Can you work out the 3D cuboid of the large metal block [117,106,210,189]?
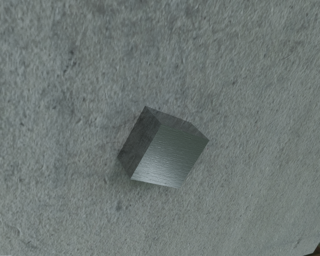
[{"bbox_3d":[0.004,0.027,0.409,0.080,0.050,0.080,18,109,-35],"label":"large metal block"}]
